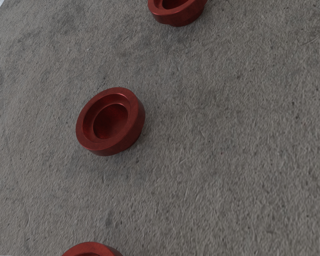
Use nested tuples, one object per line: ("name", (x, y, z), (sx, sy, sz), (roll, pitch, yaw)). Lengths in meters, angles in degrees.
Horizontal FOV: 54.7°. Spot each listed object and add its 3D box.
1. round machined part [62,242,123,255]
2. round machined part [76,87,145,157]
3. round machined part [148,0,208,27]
("round machined part", (-0.070, 0.174, 0.323), (0.098, 0.042, 0.098), (-13, 56, 21))
("round machined part", (-0.064, -0.005, 0.430), (0.098, 0.042, 0.098), (-13, 56, 21))
("round machined part", (0.033, -0.203, 0.501), (0.098, 0.042, 0.098), (-13, 56, 21))
